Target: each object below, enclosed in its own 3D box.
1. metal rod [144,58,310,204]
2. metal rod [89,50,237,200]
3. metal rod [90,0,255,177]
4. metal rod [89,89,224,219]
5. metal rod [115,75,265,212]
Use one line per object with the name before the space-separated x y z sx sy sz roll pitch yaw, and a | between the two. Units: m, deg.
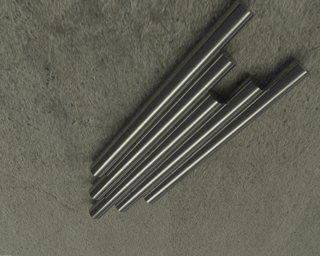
metal rod | 0.072 0.021 0.427 0.025 0.025 0.299 29 124 -23
metal rod | -0.013 0.013 0.419 0.025 0.025 0.299 29 124 -23
metal rod | -0.004 -0.029 0.384 0.025 0.025 0.299 29 124 -23
metal rod | -0.021 0.053 0.454 0.025 0.025 0.299 29 124 -23
metal rod | 0.025 0.038 0.441 0.025 0.025 0.299 29 124 -23
